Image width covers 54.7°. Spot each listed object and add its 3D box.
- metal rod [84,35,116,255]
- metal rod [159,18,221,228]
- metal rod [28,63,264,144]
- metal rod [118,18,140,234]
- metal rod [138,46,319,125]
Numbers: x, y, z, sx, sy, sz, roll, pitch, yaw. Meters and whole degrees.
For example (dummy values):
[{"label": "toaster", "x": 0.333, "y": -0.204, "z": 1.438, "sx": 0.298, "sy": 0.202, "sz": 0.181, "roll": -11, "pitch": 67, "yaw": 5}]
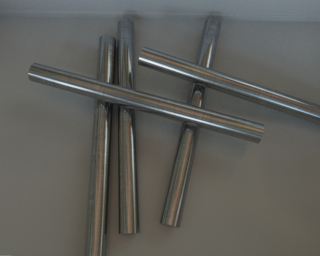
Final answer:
[{"label": "metal rod", "x": -0.075, "y": 0.011, "z": 0.404, "sx": 0.025, "sy": 0.025, "sz": 0.299, "roll": 0, "pitch": 70, "yaw": -1}, {"label": "metal rod", "x": 0.046, "y": -0.021, "z": 0.417, "sx": 0.025, "sy": 0.025, "sz": 0.299, "roll": 13, "pitch": 70, "yaw": 4}, {"label": "metal rod", "x": -0.021, "y": -0.033, "z": 0.393, "sx": 0.301, "sy": 0.025, "sz": 0.025, "roll": 16, "pitch": 71, "yaw": 5}, {"label": "metal rod", "x": -0.044, "y": -0.016, "z": 0.415, "sx": 0.025, "sy": 0.025, "sz": 0.299, "roll": -3, "pitch": 70, "yaw": -1}, {"label": "metal rod", "x": 0.119, "y": -0.048, "z": 0.409, "sx": 0.302, "sy": 0.025, "sz": 0.025, "roll": 18, "pitch": 71, "yaw": -2}]
